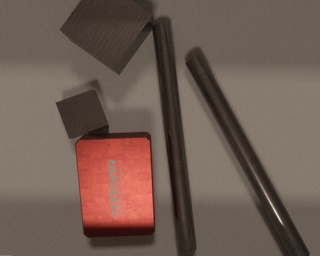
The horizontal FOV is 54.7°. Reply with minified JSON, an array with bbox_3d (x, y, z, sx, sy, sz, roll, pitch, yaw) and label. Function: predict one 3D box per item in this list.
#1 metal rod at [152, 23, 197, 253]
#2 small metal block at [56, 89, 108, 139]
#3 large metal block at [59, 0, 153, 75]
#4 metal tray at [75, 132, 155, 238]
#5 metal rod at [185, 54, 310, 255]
[{"bbox_3d":[0.019,0.013,0.411,0.025,0.025,0.298,-7,90,0],"label":"metal rod"},{"bbox_3d":[-0.102,-0.018,0.410,0.050,0.025,0.050,-20,90,-1],"label":"small metal block"},{"bbox_3d":[-0.065,-0.127,0.398,0.080,0.050,0.080,36,90,-1],"label":"large metal block"},{"bbox_3d":[-0.054,0.072,0.396,0.091,0.030,0.129,-2,101,-1],"label":"metal tray"},{"bbox_3d":[0.116,0.039,0.412,0.025,0.025,0.299,-29,90,0],"label":"metal rod"}]
